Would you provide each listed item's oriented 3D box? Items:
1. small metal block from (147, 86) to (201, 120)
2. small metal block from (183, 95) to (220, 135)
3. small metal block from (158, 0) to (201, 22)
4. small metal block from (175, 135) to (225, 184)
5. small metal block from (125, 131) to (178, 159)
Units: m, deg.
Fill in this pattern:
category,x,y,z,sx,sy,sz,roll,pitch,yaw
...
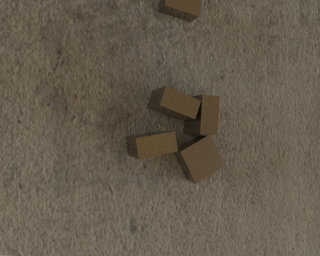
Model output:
category,x,y,z,sx,sy,sz,roll,pitch,yaw
small metal block,0.017,-0.031,0.403,0.050,0.050,0.025,21,83,-19
small metal block,0.055,-0.017,0.417,0.025,0.050,0.050,4,89,-20
small metal block,0.029,-0.179,0.421,0.050,0.025,0.050,10,87,-20
small metal block,0.054,0.042,0.431,0.050,0.025,0.050,-29,100,-18
small metal block,-0.012,0.020,0.392,0.050,0.050,0.025,-10,94,-20
